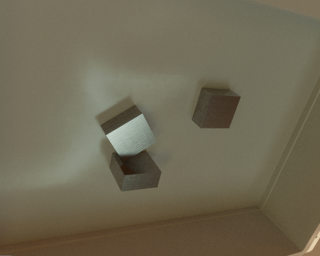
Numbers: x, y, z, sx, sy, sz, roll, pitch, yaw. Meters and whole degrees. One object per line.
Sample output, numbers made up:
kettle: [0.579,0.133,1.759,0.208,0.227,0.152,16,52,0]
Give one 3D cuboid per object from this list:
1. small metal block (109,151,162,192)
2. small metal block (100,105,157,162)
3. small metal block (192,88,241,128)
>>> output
small metal block: [-0.033,0.055,0.408,0.050,0.050,0.025,-1,119,-28]
small metal block: [-0.039,0.007,0.392,0.050,0.025,0.050,-32,129,-8]
small metal block: [0.078,-0.027,0.434,0.050,0.025,0.050,0,118,-29]
